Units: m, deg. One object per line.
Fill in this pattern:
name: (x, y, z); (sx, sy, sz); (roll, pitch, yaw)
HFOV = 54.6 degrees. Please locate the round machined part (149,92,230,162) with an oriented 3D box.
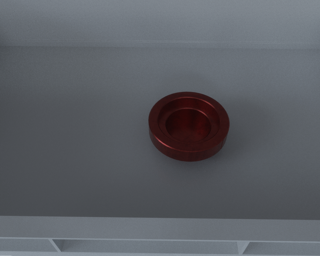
round machined part: (0.035, 0.003, 0.392); (0.099, 0.042, 0.098); (0, 50, 0)
